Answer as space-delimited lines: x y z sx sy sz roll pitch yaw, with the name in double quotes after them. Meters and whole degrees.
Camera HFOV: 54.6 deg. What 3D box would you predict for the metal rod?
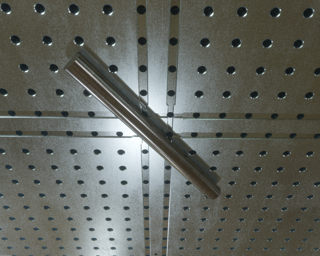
-0.006 0.015 0.424 0.025 0.025 0.300 -31 124 24 "metal rod"
